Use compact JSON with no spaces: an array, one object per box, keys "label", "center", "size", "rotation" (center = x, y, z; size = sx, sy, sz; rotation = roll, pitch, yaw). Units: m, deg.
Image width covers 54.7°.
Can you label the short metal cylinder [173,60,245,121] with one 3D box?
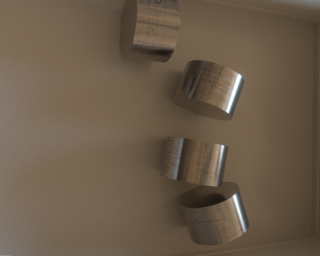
[{"label":"short metal cylinder","center":[0.064,-0.048,0.406],"size":[0.080,0.080,0.050],"rotation":[23,83,-19]}]

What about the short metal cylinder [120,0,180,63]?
[{"label":"short metal cylinder","center":[-0.015,-0.123,0.377],"size":[0.050,0.080,0.079],"rotation":[2,89,-20]}]

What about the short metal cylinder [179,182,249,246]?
[{"label":"short metal cylinder","center":[0.071,0.110,0.409],"size":[0.081,0.080,0.050],"rotation":[-19,97,-19]}]

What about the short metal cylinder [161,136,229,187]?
[{"label":"short metal cylinder","center":[0.044,0.042,0.399],"size":[0.081,0.080,0.050],"rotation":[11,86,-20]}]
